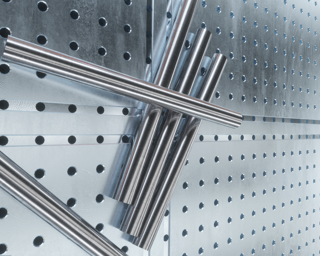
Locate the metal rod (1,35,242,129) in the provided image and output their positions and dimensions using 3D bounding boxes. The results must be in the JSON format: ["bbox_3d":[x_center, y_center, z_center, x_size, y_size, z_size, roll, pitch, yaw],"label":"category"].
[{"bbox_3d":[-0.018,-0.043,0.365,0.302,0.025,0.025,14,81,-31],"label":"metal rod"}]

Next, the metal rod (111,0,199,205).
[{"bbox_3d":[0.000,-0.050,0.407,0.025,0.025,0.299,29,72,-36],"label":"metal rod"}]

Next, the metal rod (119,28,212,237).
[{"bbox_3d":[0.013,-0.006,0.419,0.025,0.025,0.300,33,70,-35],"label":"metal rod"}]

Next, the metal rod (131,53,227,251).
[{"bbox_3d":[0.035,0.020,0.436,0.025,0.025,0.300,38,67,-34],"label":"metal rod"}]

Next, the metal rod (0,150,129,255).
[{"bbox_3d":[-0.087,0.111,0.335,0.300,0.025,0.025,51,60,-28],"label":"metal rod"}]
